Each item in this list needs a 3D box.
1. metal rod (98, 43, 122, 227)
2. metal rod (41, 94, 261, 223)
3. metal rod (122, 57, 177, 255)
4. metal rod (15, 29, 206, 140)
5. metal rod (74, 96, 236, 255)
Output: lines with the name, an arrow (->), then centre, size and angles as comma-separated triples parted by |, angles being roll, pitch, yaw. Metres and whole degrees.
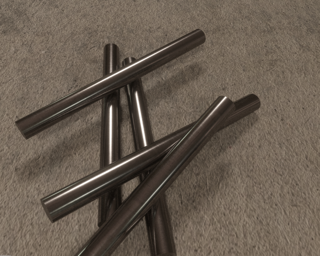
metal rod -> -0.066, -0.015, 0.414 | 0.025, 0.025, 0.300 | -4, 50, -4
metal rod -> 0.014, 0.020, 0.359 | 0.302, 0.025, 0.025 | -26, 54, -31
metal rod -> -0.022, 0.012, 0.393 | 0.025, 0.025, 0.300 | -7, 50, -7
metal rod -> -0.050, -0.071, 0.428 | 0.302, 0.025, 0.025 | -33, 58, -26
metal rod -> -0.019, 0.073, 0.311 | 0.025, 0.025, 0.301 | 34, 67, 24
